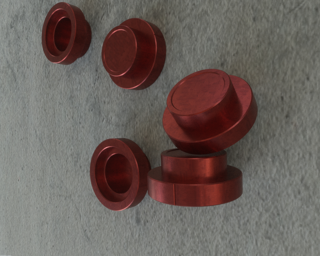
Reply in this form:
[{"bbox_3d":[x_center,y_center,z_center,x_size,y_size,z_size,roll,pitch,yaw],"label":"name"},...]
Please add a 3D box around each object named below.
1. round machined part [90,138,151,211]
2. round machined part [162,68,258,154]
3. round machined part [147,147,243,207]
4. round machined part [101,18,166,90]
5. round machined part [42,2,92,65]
[{"bbox_3d":[-0.051,0.062,0.433,0.098,0.042,0.097,0,90,39],"label":"round machined part"},{"bbox_3d":[0.046,-0.024,0.320,0.098,0.042,0.098,-19,40,17],"label":"round machined part"},{"bbox_3d":[0.036,0.045,0.324,0.098,0.099,0.042,2,97,39],"label":"round machined part"},{"bbox_3d":[-0.043,-0.103,0.427,0.098,0.042,0.097,0,90,39],"label":"round machined part"},{"bbox_3d":[-0.152,-0.154,0.516,0.098,0.042,0.097,0,90,39],"label":"round machined part"}]
